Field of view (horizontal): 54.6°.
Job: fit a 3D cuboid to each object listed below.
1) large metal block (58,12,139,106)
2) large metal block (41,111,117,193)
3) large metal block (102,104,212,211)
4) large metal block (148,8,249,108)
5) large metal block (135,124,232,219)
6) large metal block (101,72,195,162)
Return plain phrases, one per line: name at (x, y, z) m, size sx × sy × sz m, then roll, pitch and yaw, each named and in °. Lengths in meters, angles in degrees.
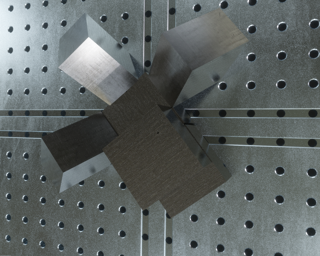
large metal block at (-0.079, -0.088, 0.395) m, size 0.050 × 0.080 × 0.080 m, roll -40°, pitch 38°, yaw 16°
large metal block at (-0.105, 0.033, 0.405) m, size 0.050 × 0.081 × 0.080 m, roll 54°, pitch 148°, yaw 13°
large metal block at (-0.002, 0.031, 0.346) m, size 0.080 × 0.050 × 0.080 m, roll -39°, pitch 79°, yaw 15°
large metal block at (0.040, -0.077, 0.353) m, size 0.080 × 0.080 × 0.050 m, roll -31°, pitch 77°, yaw -23°
large metal block at (0.030, 0.052, 0.388) m, size 0.080 × 0.050 × 0.080 m, roll -38°, pitch 77°, yaw 15°
large metal block at (-0.015, -0.013, 0.405) m, size 0.080 × 0.050 × 0.080 m, roll -40°, pitch 78°, yaw 15°
